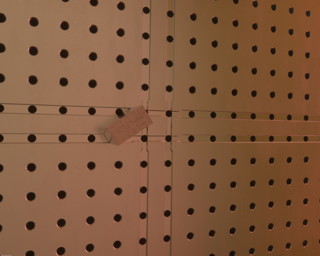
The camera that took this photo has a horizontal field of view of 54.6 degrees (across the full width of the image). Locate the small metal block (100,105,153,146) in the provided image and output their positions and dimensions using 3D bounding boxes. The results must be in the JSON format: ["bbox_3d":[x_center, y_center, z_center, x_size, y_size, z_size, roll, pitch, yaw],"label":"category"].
[{"bbox_3d":[-0.043,-0.003,0.383,0.050,0.050,0.025,-34,101,-17],"label":"small metal block"}]
